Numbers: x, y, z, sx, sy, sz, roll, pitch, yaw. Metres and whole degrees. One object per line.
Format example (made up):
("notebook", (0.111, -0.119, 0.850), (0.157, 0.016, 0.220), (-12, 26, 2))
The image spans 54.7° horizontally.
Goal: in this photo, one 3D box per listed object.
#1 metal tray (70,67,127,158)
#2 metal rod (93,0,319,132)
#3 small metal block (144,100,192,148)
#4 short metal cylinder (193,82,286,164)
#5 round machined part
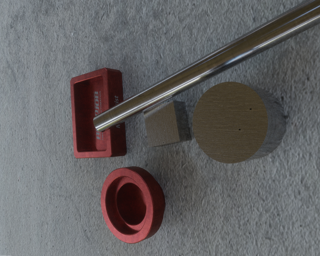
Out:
("metal tray", (-0.097, -0.020, 0.478), (0.090, 0.030, 0.129), (-6, 86, 39))
("metal rod", (0.035, -0.059, 0.354), (0.300, 0.025, 0.025), (-24, 75, 30))
("small metal block", (0.009, -0.004, 0.396), (0.050, 0.025, 0.050), (-15, 81, 38))
("short metal cylinder", (0.081, -0.005, 0.320), (0.080, 0.050, 0.079), (0, 90, 39))
("round machined part", (-0.032, 0.100, 0.418), (0.098, 0.042, 0.097), (0, 90, 39))
